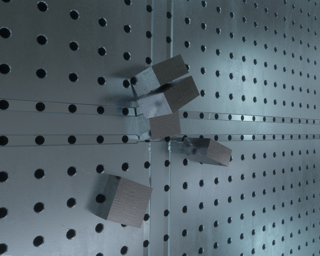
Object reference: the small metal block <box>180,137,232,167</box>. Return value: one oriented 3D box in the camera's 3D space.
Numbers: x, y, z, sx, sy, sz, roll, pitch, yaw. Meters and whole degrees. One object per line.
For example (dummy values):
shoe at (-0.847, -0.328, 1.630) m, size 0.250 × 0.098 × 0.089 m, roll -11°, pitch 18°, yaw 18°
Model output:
small metal block at (0.066, 0.034, 0.447) m, size 0.050 × 0.050 × 0.025 m, roll 26°, pitch 74°, yaw -37°

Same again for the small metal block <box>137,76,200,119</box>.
small metal block at (0.010, -0.036, 0.367) m, size 0.050 × 0.050 × 0.025 m, roll -35°, pitch 107°, yaw -36°

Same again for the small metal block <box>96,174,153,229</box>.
small metal block at (-0.042, 0.088, 0.373) m, size 0.050 × 0.025 × 0.050 m, roll 28°, pitch 73°, yaw -36°

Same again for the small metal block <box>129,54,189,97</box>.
small metal block at (-0.001, -0.065, 0.388) m, size 0.050 × 0.050 × 0.025 m, roll -31°, pitch 99°, yaw -36°

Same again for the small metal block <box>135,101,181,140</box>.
small metal block at (-0.002, -0.013, 0.407) m, size 0.050 × 0.025 × 0.050 m, roll -12°, pitch 98°, yaw -39°
